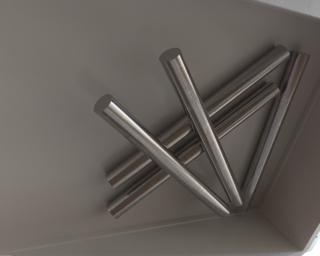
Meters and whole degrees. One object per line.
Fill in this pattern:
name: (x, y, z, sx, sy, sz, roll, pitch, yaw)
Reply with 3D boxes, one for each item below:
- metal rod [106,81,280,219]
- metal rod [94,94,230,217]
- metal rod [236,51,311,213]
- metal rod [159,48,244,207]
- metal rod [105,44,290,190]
metal rod: (0.051, 0.030, 0.454, 0.301, 0.025, 0.025, -37, 129, -4)
metal rod: (0.023, 0.055, 0.421, 0.025, 0.025, 0.300, -44, 129, 2)
metal rod: (0.181, 0.021, 0.520, 0.025, 0.025, 0.298, -3, 120, -27)
metal rod: (0.070, 0.021, 0.425, 0.025, 0.025, 0.299, -35, 129, -5)
metal rod: (0.054, -0.017, 0.426, 0.301, 0.025, 0.025, -37, 129, -4)
